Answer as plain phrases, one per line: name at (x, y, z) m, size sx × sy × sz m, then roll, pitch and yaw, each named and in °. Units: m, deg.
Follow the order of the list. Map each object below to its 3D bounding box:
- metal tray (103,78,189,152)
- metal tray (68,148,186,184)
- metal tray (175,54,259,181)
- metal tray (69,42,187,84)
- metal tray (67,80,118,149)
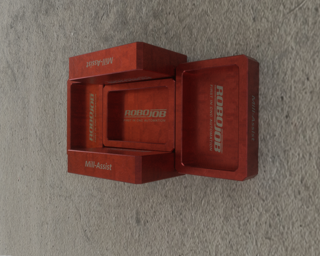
metal tray at (-0.024, -0.017, 0.420) m, size 0.130 × 0.030 × 0.089 m, roll 1°, pitch 91°, yaw 39°
metal tray at (-0.044, 0.043, 0.396) m, size 0.130 × 0.091 × 0.030 m, roll 1°, pitch 91°, yaw 39°
metal tray at (0.062, -0.011, 0.350) m, size 0.090 × 0.030 × 0.129 m, roll 1°, pitch 90°, yaw 39°
metal tray at (-0.042, -0.077, 0.397) m, size 0.130 × 0.091 × 0.030 m, roll 1°, pitch 91°, yaw 39°
metal tray at (-0.108, -0.017, 0.490) m, size 0.090 × 0.030 × 0.129 m, roll 1°, pitch 90°, yaw 39°
